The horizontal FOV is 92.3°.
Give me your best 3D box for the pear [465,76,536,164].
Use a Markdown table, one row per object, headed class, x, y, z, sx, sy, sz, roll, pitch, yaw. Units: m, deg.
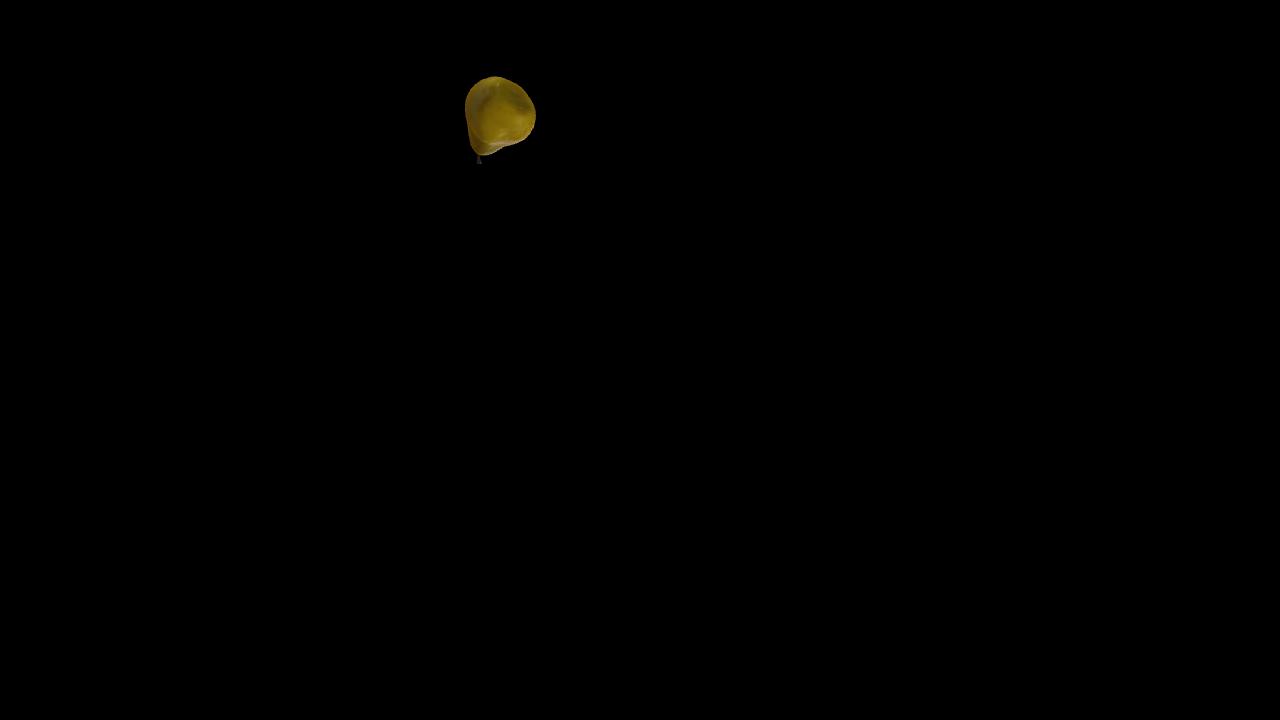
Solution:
| class | x | y | z | sx | sy | sz | roll | pitch | yaw |
| --- | --- | --- | --- | --- | --- | --- | --- | --- | --- |
| pear | -0.176 | -0.274 | 0.721 | 0.111 | 0.080 | 0.080 | -33 | -20 | 34 |
